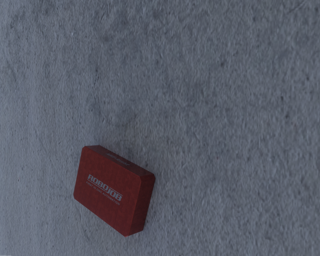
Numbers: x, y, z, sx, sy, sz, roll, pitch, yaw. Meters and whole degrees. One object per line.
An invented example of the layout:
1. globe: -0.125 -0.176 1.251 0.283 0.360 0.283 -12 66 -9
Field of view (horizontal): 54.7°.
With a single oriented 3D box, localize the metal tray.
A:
1. metal tray: -0.072 0.088 0.459 0.130 0.030 0.089 22 104 37
